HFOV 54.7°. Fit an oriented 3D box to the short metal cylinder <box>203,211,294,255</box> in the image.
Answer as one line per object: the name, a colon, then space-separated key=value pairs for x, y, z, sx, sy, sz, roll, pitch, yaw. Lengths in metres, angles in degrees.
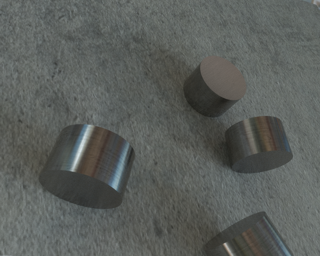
short metal cylinder: x=0.095 y=0.135 z=0.340 sx=0.081 sy=0.080 sz=0.050 roll=-21 pitch=74 yaw=-36

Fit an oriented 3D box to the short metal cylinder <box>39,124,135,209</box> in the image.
short metal cylinder: x=-0.070 y=0.040 z=0.307 sx=0.080 sy=0.080 sz=0.050 roll=24 pitch=53 yaw=-14

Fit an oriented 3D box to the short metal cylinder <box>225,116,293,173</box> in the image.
short metal cylinder: x=0.135 y=0.025 z=0.428 sx=0.081 sy=0.080 sz=0.050 roll=7 pitch=59 yaw=-25

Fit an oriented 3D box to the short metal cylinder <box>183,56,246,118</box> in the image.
short metal cylinder: x=0.083 y=-0.063 z=0.473 sx=0.081 sy=0.050 sz=0.080 roll=14 pitch=56 yaw=-21
